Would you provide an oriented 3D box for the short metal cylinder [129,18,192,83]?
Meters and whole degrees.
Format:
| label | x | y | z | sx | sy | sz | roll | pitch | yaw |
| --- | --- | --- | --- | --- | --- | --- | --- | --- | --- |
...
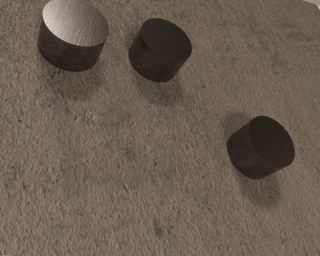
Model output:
| label | x | y | z | sx | sy | sz | roll | pitch | yaw |
| --- | --- | --- | --- | --- | --- | --- | --- | --- | --- |
| short metal cylinder | 0.000 | -0.115 | 0.459 | 0.081 | 0.050 | 0.080 | 14 | 56 | -21 |

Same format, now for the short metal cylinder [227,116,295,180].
| label | x | y | z | sx | sy | sz | roll | pitch | yaw |
| --- | --- | --- | --- | --- | --- | --- | --- | --- | --- |
| short metal cylinder | 0.147 | 0.029 | 0.451 | 0.081 | 0.050 | 0.080 | 14 | 56 | -21 |

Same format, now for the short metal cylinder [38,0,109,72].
| label | x | y | z | sx | sy | sz | roll | pitch | yaw |
| --- | --- | --- | --- | --- | --- | --- | --- | --- | --- |
| short metal cylinder | -0.113 | -0.120 | 0.401 | 0.081 | 0.050 | 0.080 | 14 | 56 | -21 |
